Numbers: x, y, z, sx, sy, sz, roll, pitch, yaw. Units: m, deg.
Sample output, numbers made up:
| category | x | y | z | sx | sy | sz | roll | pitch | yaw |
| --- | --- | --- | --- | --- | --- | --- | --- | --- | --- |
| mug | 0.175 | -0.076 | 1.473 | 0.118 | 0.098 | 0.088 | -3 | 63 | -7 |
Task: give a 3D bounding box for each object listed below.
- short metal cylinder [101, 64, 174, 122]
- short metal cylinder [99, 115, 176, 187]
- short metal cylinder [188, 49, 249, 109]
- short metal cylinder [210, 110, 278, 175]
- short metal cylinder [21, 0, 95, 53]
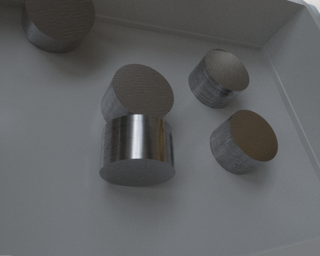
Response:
| category | x | y | z | sx | sy | sz | roll | pitch | yaw |
| --- | --- | --- | --- | --- | --- | --- | --- | --- | --- |
| short metal cylinder | -0.029 | -0.035 | 0.396 | 0.081 | 0.050 | 0.080 | 14 | 56 | -21 |
| short metal cylinder | -0.024 | 0.027 | 0.342 | 0.081 | 0.080 | 0.050 | 11 | 57 | -23 |
| short metal cylinder | 0.092 | -0.077 | 0.489 | 0.081 | 0.050 | 0.080 | 14 | 56 | -21 |
| short metal cylinder | 0.119 | 0.021 | 0.444 | 0.081 | 0.050 | 0.080 | 14 | 56 | -21 |
| short metal cylinder | -0.128 | -0.140 | 0.389 | 0.081 | 0.050 | 0.080 | 3 | 84 | -29 |
